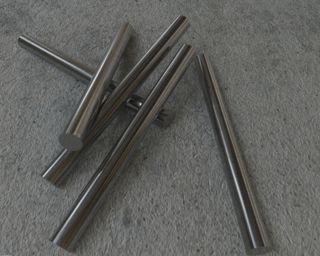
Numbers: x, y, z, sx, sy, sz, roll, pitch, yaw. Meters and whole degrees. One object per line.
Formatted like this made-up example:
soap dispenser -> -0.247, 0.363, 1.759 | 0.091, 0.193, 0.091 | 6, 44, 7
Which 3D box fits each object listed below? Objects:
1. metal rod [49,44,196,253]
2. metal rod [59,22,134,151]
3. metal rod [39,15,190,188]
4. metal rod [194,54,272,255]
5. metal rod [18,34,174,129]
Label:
metal rod -> -0.029, 0.003, 0.374 | 0.025, 0.025, 0.301 | 22, 61, 17
metal rod -> -0.076, -0.081, 0.437 | 0.025, 0.025, 0.300 | 5, 40, 4
metal rod -> -0.046, -0.050, 0.412 | 0.025, 0.025, 0.301 | 27, 65, 20
metal rod -> 0.082, 0.006, 0.398 | 0.025, 0.025, 0.300 | -4, 50, -4
metal rod -> -0.109, -0.078, 0.468 | 0.300, 0.025, 0.025 | 30, 56, 22
